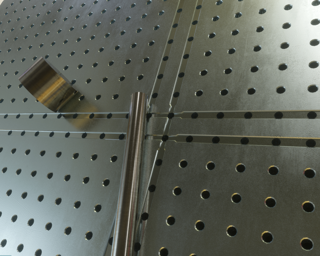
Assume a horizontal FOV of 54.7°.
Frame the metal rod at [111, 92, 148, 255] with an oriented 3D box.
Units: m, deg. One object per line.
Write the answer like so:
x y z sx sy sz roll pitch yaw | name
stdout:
-0.038 0.085 0.374 0.025 0.025 0.299 -10 57 22 | metal rod

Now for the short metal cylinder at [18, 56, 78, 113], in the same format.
-0.182 -0.071 0.510 0.050 0.080 0.080 -45 51 -3 | short metal cylinder
